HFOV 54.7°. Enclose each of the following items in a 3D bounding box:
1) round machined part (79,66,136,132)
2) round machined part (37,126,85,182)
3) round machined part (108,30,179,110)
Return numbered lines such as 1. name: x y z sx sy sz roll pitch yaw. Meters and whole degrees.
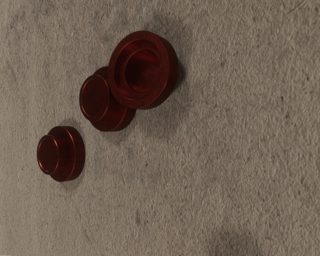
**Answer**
1. round machined part: -0.083 -0.043 0.459 0.098 0.042 0.097 0 90 39
2. round machined part: -0.177 0.045 0.536 0.098 0.042 0.097 0 90 39
3. round machined part: -0.017 -0.072 0.402 0.098 0.042 0.097 -1 87 34
